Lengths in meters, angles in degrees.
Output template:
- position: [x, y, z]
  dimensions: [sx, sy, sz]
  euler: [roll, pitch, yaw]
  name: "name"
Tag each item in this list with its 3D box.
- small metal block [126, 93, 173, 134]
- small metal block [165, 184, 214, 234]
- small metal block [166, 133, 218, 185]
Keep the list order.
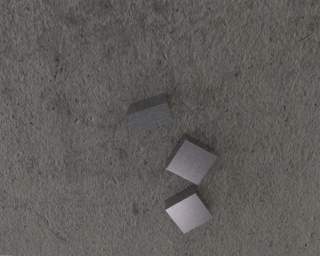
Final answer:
- position: [-0.012, -0.020, 0.389]
  dimensions: [0.050, 0.050, 0.025]
  euler: [-18, 109, 6]
  name: "small metal block"
- position: [0.042, 0.119, 0.454]
  dimensions: [0.050, 0.025, 0.050]
  euler: [-32, 107, 11]
  name: "small metal block"
- position: [0.043, 0.042, 0.426]
  dimensions: [0.050, 0.025, 0.050]
  euler: [28, 108, -10]
  name: "small metal block"
